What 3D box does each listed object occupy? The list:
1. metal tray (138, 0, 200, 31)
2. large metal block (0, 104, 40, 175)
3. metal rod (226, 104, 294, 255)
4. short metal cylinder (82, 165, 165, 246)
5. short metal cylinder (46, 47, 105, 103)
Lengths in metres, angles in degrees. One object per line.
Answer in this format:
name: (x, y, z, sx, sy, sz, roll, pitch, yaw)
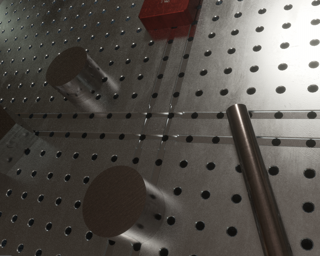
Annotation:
metal tray: (0.024, -0.231, 0.533, 0.090, 0.030, 0.130, 2, 62, 28)
large metal block: (-0.264, 0.017, 0.517, 0.080, 0.050, 0.080, 34, 81, 38)
metal rod: (0.106, 0.102, 0.289, 0.025, 0.025, 0.299, -18, 55, 17)
short metal cylinder: (-0.041, 0.090, 0.357, 0.080, 0.050, 0.080, -13, 56, 20)
short metal cylinder: (-0.141, -0.089, 0.518, 0.080, 0.050, 0.080, -13, 56, 20)
